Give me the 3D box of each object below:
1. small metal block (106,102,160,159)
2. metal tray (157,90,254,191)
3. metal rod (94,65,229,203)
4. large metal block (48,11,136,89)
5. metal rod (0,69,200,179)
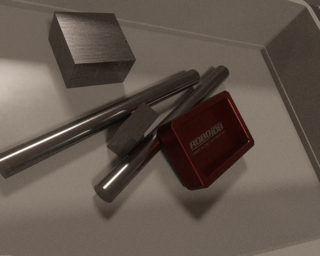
[{"bbox_3d":[-0.032,0.004,0.371,0.025,0.050,0.050,40,51,-1],"label":"small metal block"},{"bbox_3d":[0.066,0.012,0.414,0.131,0.030,0.090,-30,93,-41],"label":"metal tray"},{"bbox_3d":[0.022,-0.012,0.426,0.025,0.025,0.302,44,51,2],"label":"metal rod"},{"bbox_3d":[-0.090,-0.103,0.405,0.081,0.050,0.080,-12,68,-34],"label":"large metal block"},{"bbox_3d":[-0.051,-0.021,0.391,0.302,0.025,0.025,-30,79,-38],"label":"metal rod"}]
